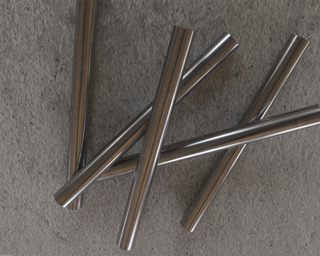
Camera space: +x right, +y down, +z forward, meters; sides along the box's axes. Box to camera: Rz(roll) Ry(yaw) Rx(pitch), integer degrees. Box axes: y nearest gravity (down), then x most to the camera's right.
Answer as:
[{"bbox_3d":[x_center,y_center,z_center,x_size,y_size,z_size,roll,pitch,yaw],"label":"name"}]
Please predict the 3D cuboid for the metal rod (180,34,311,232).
[{"bbox_3d":[0.105,0.019,0.417,0.025,0.025,0.298,24,108,-9],"label":"metal rod"}]

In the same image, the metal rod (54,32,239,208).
[{"bbox_3d":[-0.023,-0.005,0.392,0.300,0.025,0.025,-43,105,8],"label":"metal rod"}]

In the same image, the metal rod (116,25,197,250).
[{"bbox_3d":[-0.011,0.028,0.381,0.025,0.025,0.298,14,111,-5],"label":"metal rod"}]

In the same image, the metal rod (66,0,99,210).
[{"bbox_3d":[-0.102,-0.027,0.398,0.025,0.025,0.298,8,110,-3],"label":"metal rod"}]

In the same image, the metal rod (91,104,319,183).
[{"bbox_3d":[0.048,0.024,0.400,0.301,0.025,0.025,-16,110,13],"label":"metal rod"}]
